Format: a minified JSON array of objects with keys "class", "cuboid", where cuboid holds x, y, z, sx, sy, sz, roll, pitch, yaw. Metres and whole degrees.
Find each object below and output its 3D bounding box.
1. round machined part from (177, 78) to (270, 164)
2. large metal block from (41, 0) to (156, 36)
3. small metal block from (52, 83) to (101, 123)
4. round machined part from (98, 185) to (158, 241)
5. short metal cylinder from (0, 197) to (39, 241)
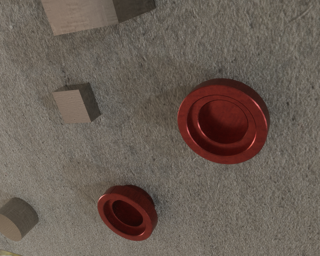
[{"class":"round machined part","cuboid":[0.073,-0.011,0.350,0.098,0.042,0.097,13,124,20]},{"class":"large metal block","cuboid":[-0.062,-0.135,0.319,0.080,0.080,0.050,0,118,28]},{"class":"small metal block","cuboid":[-0.120,-0.035,0.446,0.050,0.025,0.050,-1,118,28]},{"class":"round machined part","cuboid":[-0.048,0.131,0.500,0.098,0.042,0.097,13,124,20]},{"class":"short metal cylinder","cuboid":[-0.315,0.199,0.676,0.080,0.050,0.079,13,124,20]}]
